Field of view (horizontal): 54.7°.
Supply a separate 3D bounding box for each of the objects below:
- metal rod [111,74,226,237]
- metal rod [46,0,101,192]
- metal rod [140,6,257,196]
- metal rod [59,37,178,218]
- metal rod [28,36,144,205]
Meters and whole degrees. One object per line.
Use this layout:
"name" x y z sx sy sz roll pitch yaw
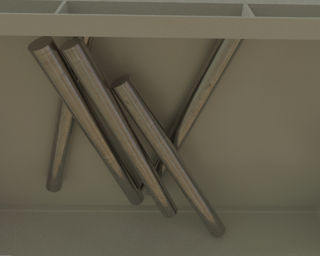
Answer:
"metal rod" 0.025 0.056 0.420 0.025 0.025 0.299 -22 123 17
"metal rod" -0.118 -0.018 0.392 0.025 0.025 0.298 14 129 -12
"metal rod" 0.033 -0.010 0.400 0.025 0.025 0.298 16 128 -13
"metal rod" -0.036 0.024 0.394 0.025 0.025 0.299 -16 129 13
"metal rod" -0.076 0.017 0.401 0.025 0.025 0.299 -12 136 9
